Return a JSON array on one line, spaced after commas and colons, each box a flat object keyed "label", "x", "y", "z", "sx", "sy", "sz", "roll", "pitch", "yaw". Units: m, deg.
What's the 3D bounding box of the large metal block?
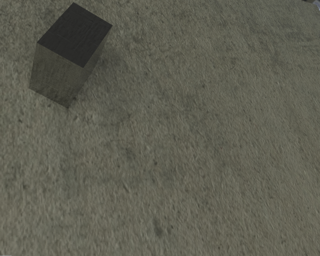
[{"label": "large metal block", "x": -0.105, "y": -0.083, "z": 0.364, "sx": 0.050, "sy": 0.080, "sz": 0.080, "roll": 29, "pitch": 52, "yaw": -11}]
